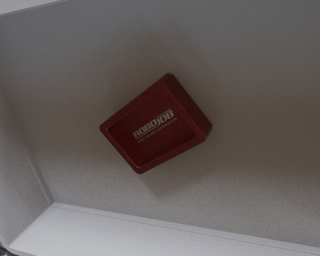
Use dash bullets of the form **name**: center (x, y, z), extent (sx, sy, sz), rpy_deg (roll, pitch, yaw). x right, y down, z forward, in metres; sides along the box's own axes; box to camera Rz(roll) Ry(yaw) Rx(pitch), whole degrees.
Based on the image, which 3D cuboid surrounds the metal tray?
- **metal tray**: center (-0.009, 0.000, 0.407), extent (0.130, 0.030, 0.090), rpy_deg (-32, 101, 38)
